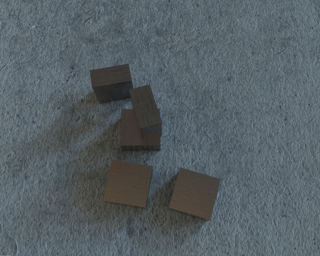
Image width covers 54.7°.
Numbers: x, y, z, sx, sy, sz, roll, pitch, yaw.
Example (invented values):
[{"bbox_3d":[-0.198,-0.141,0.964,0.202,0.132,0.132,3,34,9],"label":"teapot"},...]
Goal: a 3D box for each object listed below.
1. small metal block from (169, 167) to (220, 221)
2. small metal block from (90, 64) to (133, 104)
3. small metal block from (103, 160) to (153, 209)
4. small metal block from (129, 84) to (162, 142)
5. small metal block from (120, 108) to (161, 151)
[{"bbox_3d":[0.041,0.081,0.379,0.050,0.025,0.050,16,71,5],"label":"small metal block"},{"bbox_3d":[-0.062,-0.058,0.416,0.050,0.050,0.025,-11,71,-4],"label":"small metal block"},{"bbox_3d":[-0.038,0.070,0.382,0.050,0.025,0.050,9,70,3],"label":"small metal block"},{"bbox_3d":[-0.017,-0.017,0.374,0.025,0.050,0.050,-16,71,-6],"label":"small metal block"},{"bbox_3d":[-0.025,0.002,0.407,0.050,0.025,0.050,-1,70,-1],"label":"small metal block"}]
